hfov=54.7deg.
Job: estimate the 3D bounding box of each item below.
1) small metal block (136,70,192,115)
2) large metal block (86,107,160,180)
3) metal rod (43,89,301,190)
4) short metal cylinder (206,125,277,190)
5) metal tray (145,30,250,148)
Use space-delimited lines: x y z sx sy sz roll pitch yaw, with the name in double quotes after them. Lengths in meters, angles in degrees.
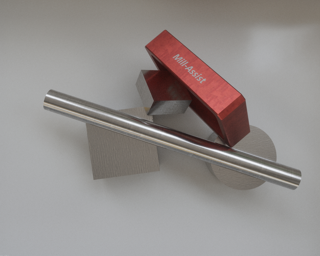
0.004 -0.044 0.376 0.050 0.025 0.050 -4 54 -27 "small metal block"
-0.045 0.018 0.397 0.081 0.050 0.080 -8 90 -1 "large metal block"
0.015 0.014 0.359 0.302 0.025 0.025 18 90 -1 "metal rod"
0.101 0.035 0.399 0.081 0.050 0.079 0 90 -1 "short metal cylinder"
0.043 -0.044 0.353 0.030 0.090 0.130 -41 61 -1 "metal tray"
